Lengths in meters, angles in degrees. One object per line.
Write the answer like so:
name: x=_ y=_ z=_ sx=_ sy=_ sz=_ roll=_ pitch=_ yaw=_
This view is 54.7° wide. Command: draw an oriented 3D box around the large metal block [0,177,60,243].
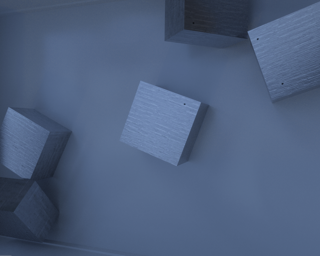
large metal block: x=-0.208 y=0.117 z=0.447 sx=0.080 sy=0.050 sz=0.080 roll=2 pitch=133 yaw=19

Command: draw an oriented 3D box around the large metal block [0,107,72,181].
large metal block: x=-0.192 y=0.023 z=0.463 sx=0.080 sy=0.050 sz=0.080 roll=28 pitch=99 yaw=17

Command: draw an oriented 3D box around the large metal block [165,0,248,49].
large metal block: x=0.053 y=-0.141 z=0.356 sx=0.081 sy=0.050 sz=0.079 roll=1 pitch=91 yaw=-23

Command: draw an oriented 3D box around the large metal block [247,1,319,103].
large metal block: x=0.152 y=-0.080 z=0.344 sx=0.080 sy=0.050 sz=0.080 roll=-19 pitch=84 yaw=18

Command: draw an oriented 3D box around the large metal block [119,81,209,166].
large metal block: x=0.006 y=-0.007 z=0.394 sx=0.080 sy=0.050 sz=0.080 roll=22 pitch=97 yaw=18
